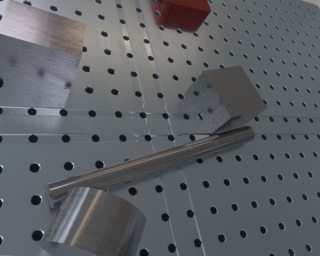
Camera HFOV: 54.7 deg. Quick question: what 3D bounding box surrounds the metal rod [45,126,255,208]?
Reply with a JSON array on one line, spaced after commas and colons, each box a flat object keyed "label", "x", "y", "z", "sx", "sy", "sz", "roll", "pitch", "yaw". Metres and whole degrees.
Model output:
[{"label": "metal rod", "x": 0.013, "y": 0.038, "z": 0.391, "sx": 0.303, "sy": 0.025, "sz": 0.025, "roll": -14, "pitch": 69, "yaw": -34}]

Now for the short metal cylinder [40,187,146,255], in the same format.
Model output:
[{"label": "short metal cylinder", "x": -0.058, "y": 0.097, "z": 0.282, "sx": 0.080, "sy": 0.080, "sz": 0.050, "roll": 29, "pitch": 52, "yaw": -10}]

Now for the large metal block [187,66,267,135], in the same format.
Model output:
[{"label": "large metal block", "x": 0.102, "y": -0.044, "z": 0.474, "sx": 0.081, "sy": 0.050, "sz": 0.080, "roll": -15, "pitch": 69, "yaw": -34}]

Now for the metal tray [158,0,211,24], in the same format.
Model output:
[{"label": "metal tray", "x": 0.036, "y": -0.261, "z": 0.583, "sx": 0.091, "sy": 0.030, "sz": 0.130, "roll": 1, "pitch": 61, "yaw": -28}]

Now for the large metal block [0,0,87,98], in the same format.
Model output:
[{"label": "large metal block", "x": -0.135, "y": -0.085, "z": 0.352, "sx": 0.081, "sy": 0.080, "sz": 0.050, "roll": 13, "pitch": 57, "yaw": -21}]
